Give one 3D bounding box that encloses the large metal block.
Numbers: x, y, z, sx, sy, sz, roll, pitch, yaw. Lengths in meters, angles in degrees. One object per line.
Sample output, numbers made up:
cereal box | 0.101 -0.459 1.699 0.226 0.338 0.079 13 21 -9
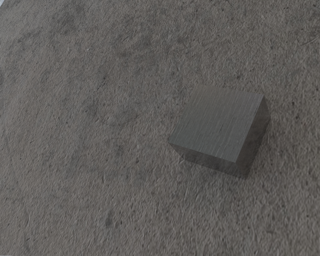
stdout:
large metal block | 0.069 0.002 0.350 0.080 0.050 0.080 16 70 34
